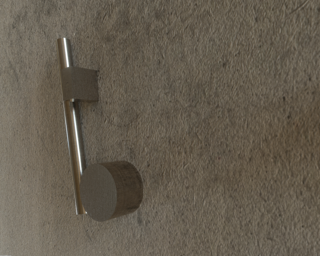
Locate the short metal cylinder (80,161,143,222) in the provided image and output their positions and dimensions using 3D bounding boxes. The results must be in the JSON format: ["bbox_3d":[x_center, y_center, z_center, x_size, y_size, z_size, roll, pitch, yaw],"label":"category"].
[{"bbox_3d":[-0.071,0.089,0.447,0.080,0.050,0.080,0,90,40],"label":"short metal cylinder"}]

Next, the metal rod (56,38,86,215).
[{"bbox_3d":[-0.147,-0.007,0.526,0.025,0.025,0.298,-15,80,39],"label":"metal rod"}]

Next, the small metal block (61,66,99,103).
[{"bbox_3d":[-0.126,-0.068,0.493,0.025,0.050,0.050,-6,86,40],"label":"small metal block"}]
